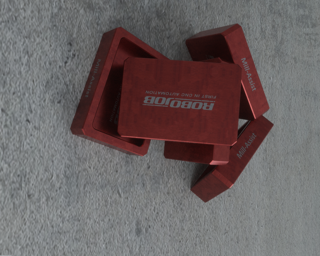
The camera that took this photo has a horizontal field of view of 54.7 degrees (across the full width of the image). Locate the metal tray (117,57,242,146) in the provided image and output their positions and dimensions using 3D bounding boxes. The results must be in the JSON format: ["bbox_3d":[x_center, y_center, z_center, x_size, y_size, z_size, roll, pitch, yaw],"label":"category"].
[{"bbox_3d":[0.022,-0.029,0.353,0.131,0.030,0.089,5,86,4],"label":"metal tray"}]

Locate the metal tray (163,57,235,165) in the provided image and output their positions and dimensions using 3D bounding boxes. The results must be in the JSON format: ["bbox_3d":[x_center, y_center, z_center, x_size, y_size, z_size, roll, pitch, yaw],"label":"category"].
[{"bbox_3d":[0.050,-0.020,0.408,0.030,0.090,0.129,8,85,-40],"label":"metal tray"}]

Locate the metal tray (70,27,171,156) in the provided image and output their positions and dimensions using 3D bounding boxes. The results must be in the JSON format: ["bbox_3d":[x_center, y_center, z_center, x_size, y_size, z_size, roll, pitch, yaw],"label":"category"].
[{"bbox_3d":[-0.041,-0.040,0.370,0.090,0.030,0.130,25,74,-37],"label":"metal tray"}]

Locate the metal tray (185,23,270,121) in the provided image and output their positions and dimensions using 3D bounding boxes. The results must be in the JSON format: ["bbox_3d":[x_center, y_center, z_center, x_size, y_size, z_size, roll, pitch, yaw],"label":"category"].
[{"bbox_3d":[0.095,-0.076,0.443,0.030,0.090,0.129,-35,112,-19],"label":"metal tray"}]

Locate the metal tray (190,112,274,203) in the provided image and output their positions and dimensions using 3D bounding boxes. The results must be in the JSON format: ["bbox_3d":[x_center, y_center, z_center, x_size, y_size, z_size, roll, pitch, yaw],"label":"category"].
[{"bbox_3d":[0.105,0.043,0.454,0.030,0.090,0.131,41,60,6],"label":"metal tray"}]
